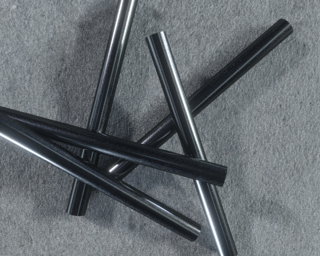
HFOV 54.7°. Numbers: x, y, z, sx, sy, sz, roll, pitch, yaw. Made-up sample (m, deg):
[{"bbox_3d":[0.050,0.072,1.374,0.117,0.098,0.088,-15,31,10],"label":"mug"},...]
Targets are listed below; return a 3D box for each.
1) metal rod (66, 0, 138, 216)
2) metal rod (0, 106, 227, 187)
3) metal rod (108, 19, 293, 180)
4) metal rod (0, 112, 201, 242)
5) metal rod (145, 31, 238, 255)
[{"bbox_3d":[-0.075,-0.033,0.409,0.025,0.025,0.298,14,90,-1],"label":"metal rod"},{"bbox_3d":[-0.069,0.020,0.380,0.301,0.025,0.025,15,90,6],"label":"metal rod"},{"bbox_3d":[0.053,-0.037,0.410,0.300,0.025,0.025,-41,91,-1],"label":"metal rod"},{"bbox_3d":[-0.079,0.062,0.385,0.301,0.025,0.025,32,90,-10],"label":"metal rod"},{"bbox_3d":[0.043,0.029,0.390,0.025,0.025,0.298,-19,98,0],"label":"metal rod"}]
